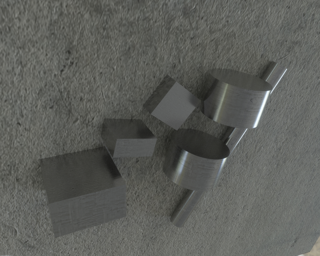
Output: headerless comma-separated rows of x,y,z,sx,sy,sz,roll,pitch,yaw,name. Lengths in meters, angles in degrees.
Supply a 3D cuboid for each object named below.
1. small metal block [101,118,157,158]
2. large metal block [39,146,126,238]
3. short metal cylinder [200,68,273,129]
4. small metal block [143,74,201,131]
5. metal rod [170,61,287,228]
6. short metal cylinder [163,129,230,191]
-0.039,0.011,0.378,0.050,0.050,0.025,1,118,-29,small metal block
-0.092,0.071,0.366,0.081,0.080,0.050,-11,123,-23,large metal block
0.097,-0.040,0.402,0.081,0.080,0.050,-2,120,-28,short metal cylinder
0.016,-0.032,0.397,0.050,0.025,0.050,32,101,-39,small metal block
0.100,0.034,0.485,0.025,0.025,0.298,19,108,-36,metal rod
0.049,0.042,0.426,0.081,0.080,0.050,1,118,-30,short metal cylinder
